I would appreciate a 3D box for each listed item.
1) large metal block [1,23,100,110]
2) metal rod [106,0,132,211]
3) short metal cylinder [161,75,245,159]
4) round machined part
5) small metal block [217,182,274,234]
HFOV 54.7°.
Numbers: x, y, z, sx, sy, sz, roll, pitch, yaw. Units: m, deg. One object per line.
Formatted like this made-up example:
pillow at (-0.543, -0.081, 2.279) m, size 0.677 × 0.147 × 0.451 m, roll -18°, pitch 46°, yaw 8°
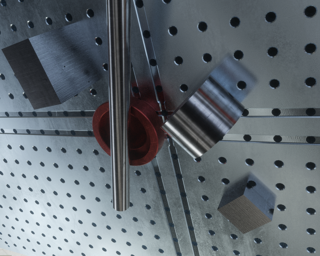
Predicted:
large metal block at (-0.135, -0.079, 0.395) m, size 0.050 × 0.080 × 0.080 m, roll -7°, pitch 115°, yaw 31°
metal rod at (-0.048, -0.012, 0.373) m, size 0.025 × 0.025 × 0.298 m, roll 16°, pitch 125°, yaw 18°
short metal cylinder at (0.046, -0.012, 0.343) m, size 0.050 × 0.080 × 0.080 m, roll 43°, pitch 129°, yaw -2°
round machined part at (-0.038, 0.000, 0.419) m, size 0.098 × 0.042 × 0.097 m, roll 13°, pitch 124°, yaw 20°
small metal block at (0.115, 0.109, 0.417) m, size 0.050 × 0.025 × 0.050 m, roll 43°, pitch 129°, yaw -2°
